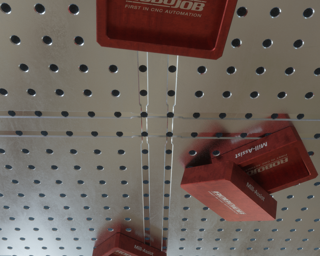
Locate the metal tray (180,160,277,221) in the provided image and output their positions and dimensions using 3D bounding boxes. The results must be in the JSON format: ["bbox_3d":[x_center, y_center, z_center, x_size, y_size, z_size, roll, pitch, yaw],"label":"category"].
[{"bbox_3d":[0.106,0.101,0.473,0.090,0.030,0.130,-18,132,44],"label":"metal tray"}]

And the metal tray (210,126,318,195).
[{"bbox_3d":[0.153,0.060,0.459,0.130,0.030,0.090,-26,126,20],"label":"metal tray"}]

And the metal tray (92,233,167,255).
[{"bbox_3d":[-0.061,0.268,0.634,0.130,0.030,0.090,33,123,-25],"label":"metal tray"}]

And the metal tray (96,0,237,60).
[{"bbox_3d":[0.005,-0.121,0.305,0.131,0.030,0.089,5,130,-5],"label":"metal tray"}]
